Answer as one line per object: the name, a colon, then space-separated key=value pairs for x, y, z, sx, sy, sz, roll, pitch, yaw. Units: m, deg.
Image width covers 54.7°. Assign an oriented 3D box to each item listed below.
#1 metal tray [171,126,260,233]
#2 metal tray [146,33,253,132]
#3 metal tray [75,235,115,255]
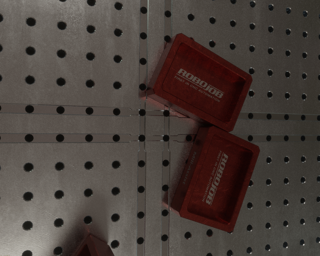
metal tray: x=0.080 y=0.071 z=0.441 sx=0.091 sy=0.030 sz=0.130 roll=23 pitch=82 yaw=-19
metal tray: x=0.057 y=-0.059 z=0.432 sx=0.131 sy=0.030 sz=0.090 roll=26 pitch=81 yaw=-19
metal tray: x=-0.098 y=0.195 z=0.342 sx=0.030 sy=0.090 sz=0.130 roll=38 pitch=78 yaw=-17
